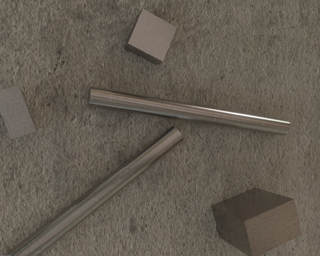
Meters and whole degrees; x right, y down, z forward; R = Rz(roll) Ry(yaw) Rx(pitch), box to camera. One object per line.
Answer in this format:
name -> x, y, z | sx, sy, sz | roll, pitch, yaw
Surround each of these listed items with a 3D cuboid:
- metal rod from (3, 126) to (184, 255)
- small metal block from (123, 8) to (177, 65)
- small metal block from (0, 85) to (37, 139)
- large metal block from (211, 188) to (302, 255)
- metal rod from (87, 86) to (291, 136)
metal rod -> -0.091, 0.095, 0.375 | 0.301, 0.025, 0.025 | -37, 102, -17
small metal block -> -0.013, -0.118, 0.405 | 0.050, 0.025, 0.050 | 24, 82, -19
small metal block -> -0.156, -0.016, 0.338 | 0.025, 0.050, 0.050 | -21, 97, -19
large metal block -> 0.131, 0.127, 0.430 | 0.081, 0.080, 0.050 | -16, 96, -20
metal rod -> 0.054, -0.019, 0.430 | 0.302, 0.025, 0.025 | 8, 88, -20
